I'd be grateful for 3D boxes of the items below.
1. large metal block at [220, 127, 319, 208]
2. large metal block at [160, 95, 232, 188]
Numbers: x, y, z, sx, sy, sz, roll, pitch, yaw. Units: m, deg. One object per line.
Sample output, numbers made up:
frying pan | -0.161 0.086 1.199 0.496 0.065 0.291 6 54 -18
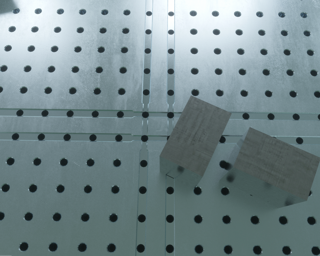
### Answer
large metal block | 0.124 0.050 0.365 0.080 0.080 0.050 25 72 8
large metal block | 0.040 0.020 0.376 0.050 0.080 0.080 25 72 9
